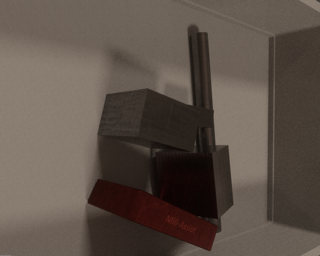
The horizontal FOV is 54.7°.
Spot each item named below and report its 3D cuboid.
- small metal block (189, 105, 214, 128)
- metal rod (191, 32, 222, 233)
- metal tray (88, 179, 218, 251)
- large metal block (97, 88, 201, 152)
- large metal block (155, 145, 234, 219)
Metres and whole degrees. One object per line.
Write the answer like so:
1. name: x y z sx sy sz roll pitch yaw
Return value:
1. small metal block: 0.037 -0.015 0.424 0.050 0.050 0.025 8 85 -40
2. metal rod: 0.070 0.010 0.467 0.025 0.025 0.298 -8 95 -40
3. metal tray: -0.006 0.101 0.360 0.130 0.090 0.030 34 69 -35
4. large metal block: -0.013 -0.006 0.362 0.080 0.080 0.050 18 79 -39
5. large metal block: 0.045 0.066 0.404 0.050 0.080 0.079 -14 100 -56
